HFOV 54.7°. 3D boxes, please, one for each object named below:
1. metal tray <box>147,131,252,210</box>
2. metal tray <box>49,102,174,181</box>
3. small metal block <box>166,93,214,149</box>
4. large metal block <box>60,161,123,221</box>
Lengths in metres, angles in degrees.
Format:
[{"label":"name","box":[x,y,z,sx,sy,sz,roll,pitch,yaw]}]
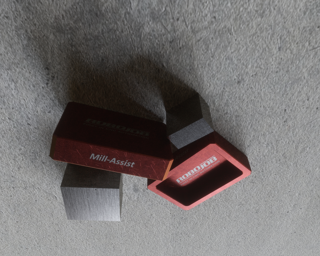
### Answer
[{"label":"metal tray","box":[0.056,0.066,0.461,0.090,0.030,0.130,36,121,-27]},{"label":"metal tray","box":[-0.054,0.013,0.372,0.131,0.090,0.030,13,117,-12]},{"label":"small metal block","box":[0.036,-0.009,0.384,0.050,0.050,0.025,-29,125,22]},{"label":"large metal block","box":[-0.100,0.097,0.472,0.081,0.050,0.079,3,130,-3]}]
